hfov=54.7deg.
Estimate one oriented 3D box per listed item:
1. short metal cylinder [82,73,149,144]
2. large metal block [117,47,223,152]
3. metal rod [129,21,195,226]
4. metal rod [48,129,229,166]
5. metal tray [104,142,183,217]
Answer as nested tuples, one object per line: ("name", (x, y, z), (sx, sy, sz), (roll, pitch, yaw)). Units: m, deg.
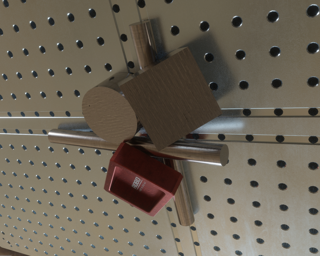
("short metal cylinder", (-0.054, -0.026, 0.407), (0.080, 0.050, 0.079), (13, 124, 21))
("large metal block", (0.009, -0.033, 0.344), (0.080, 0.050, 0.080), (-31, 105, -3))
("metal rod", (0.009, 0.012, 0.414), (0.025, 0.025, 0.298), (1, 119, 28))
("metal rod", (-0.052, 0.022, 0.431), (0.300, 0.025, 0.025), (4, 121, 34))
("metal tray", (-0.029, 0.078, 0.438), (0.090, 0.030, 0.129), (29, 149, 2))
